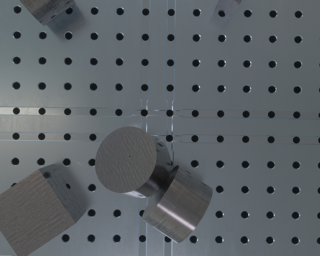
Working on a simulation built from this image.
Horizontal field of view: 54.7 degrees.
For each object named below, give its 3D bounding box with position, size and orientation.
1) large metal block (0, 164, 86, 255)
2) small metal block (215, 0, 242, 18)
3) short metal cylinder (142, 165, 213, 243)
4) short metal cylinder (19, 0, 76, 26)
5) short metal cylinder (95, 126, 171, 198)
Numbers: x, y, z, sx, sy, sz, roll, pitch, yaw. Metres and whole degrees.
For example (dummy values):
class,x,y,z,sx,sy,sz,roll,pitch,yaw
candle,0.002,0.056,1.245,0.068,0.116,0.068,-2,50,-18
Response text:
class,x,y,z,sx,sy,sz,roll,pitch,yaw
large metal block,-0.158,0.105,0.400,0.080,0.050,0.080,-34,90,0
small metal block,0.098,-0.179,0.401,0.025,0.050,0.050,27,90,0
short metal cylinder,0.021,0.093,0.386,0.050,0.080,0.080,35,90,-1
short metal cylinder,-0.151,-0.176,0.384,0.050,0.080,0.080,-37,90,0
short metal cylinder,-0.032,0.044,0.384,0.080,0.050,0.080,-7,69,20
